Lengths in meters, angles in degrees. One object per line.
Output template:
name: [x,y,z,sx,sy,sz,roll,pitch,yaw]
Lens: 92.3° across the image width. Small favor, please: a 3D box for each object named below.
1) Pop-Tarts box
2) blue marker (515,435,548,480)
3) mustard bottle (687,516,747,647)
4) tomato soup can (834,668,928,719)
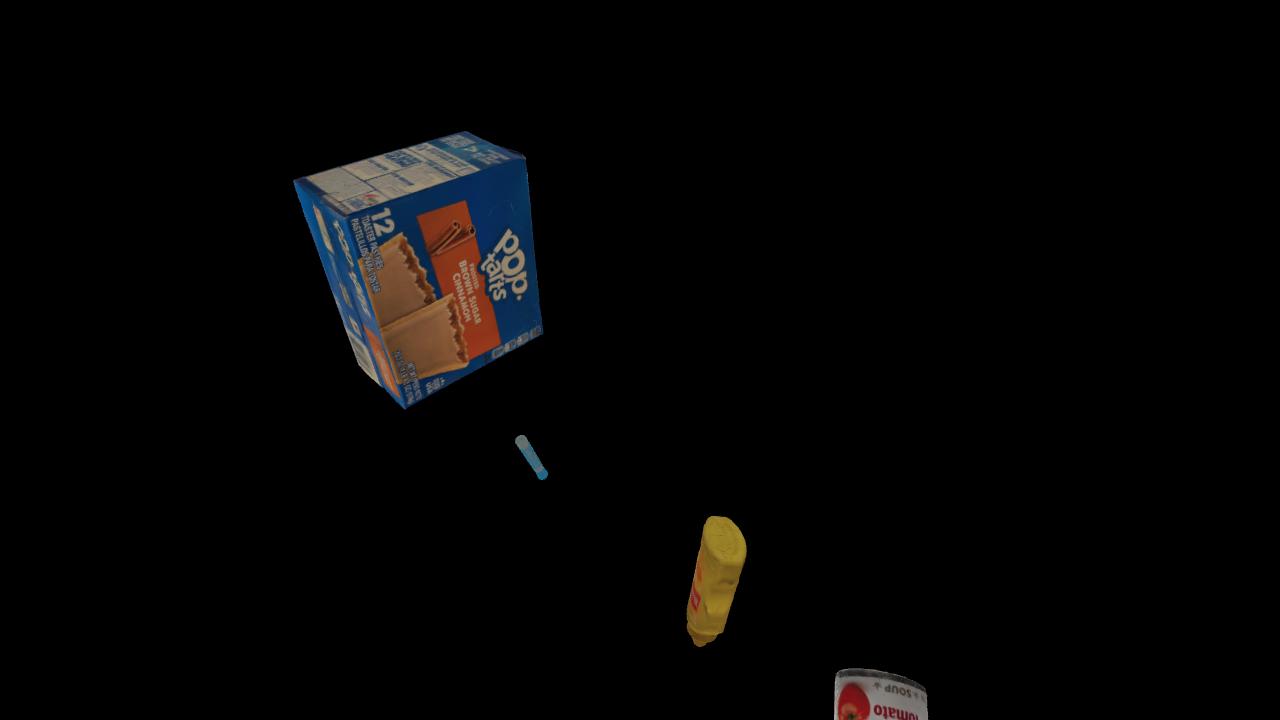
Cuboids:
Pop-Tarts box: [-0.160,-0.071,0.482,0.083,0.167,0.141,33,49,31]
blue marker: [-0.176,0.163,1.010,0.020,0.020,0.121,0,-39,14]
mustard bottle: [0.094,0.304,0.804,0.054,0.184,0.092,4,25,-12]
tomato soup can: [0.174,0.286,0.443,0.068,0.101,0.068,10,-37,8]
